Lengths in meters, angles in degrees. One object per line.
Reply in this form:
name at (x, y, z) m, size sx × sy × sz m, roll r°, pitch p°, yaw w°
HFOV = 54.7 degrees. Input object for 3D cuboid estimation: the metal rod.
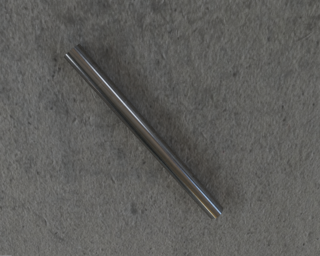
metal rod at (-0.012, 0.015, 0.415) m, size 0.025 × 0.025 × 0.300 m, roll -37°, pitch 106°, yaw 12°
